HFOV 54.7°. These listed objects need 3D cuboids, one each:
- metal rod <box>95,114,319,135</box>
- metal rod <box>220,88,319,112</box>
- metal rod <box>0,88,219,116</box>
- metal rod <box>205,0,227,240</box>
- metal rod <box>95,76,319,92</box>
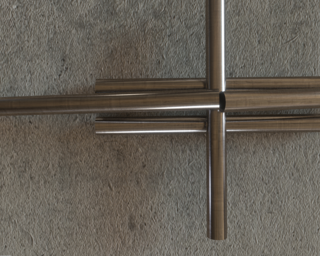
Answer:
[{"bbox_3d":[0.068,-0.005,0.411,0.302,0.025,0.025,-1,90,-1],"label":"metal rod"},{"bbox_3d":[0.220,-0.038,0.389,0.302,0.025,0.025,-3,90,-11],"label":"metal rod"},{"bbox_3d":[-0.080,-0.031,0.385,0.302,0.025,0.025,-1,90,9],"label":"metal rod"},{"bbox_3d":[0.070,-0.013,0.387,0.025,0.025,0.298,0,90,-1],"label":"metal rod"},{"bbox_3d":[0.068,-0.055,0.411,0.302,0.025,0.025,-1,90,-1],"label":"metal rod"}]
